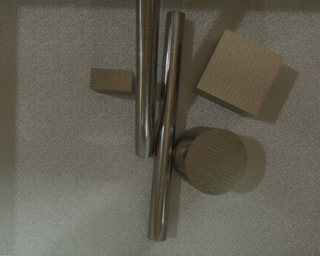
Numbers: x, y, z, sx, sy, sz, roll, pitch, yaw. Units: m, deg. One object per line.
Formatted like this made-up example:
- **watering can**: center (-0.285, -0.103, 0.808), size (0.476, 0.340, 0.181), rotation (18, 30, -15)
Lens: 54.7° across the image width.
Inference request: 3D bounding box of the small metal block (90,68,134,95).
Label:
- **small metal block**: center (-0.059, -0.059, 0.398), size (0.050, 0.050, 0.025), rotation (4, 90, -1)

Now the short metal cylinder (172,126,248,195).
- **short metal cylinder**: center (0.061, 0.039, 0.390), size (0.081, 0.050, 0.079), rotation (-1, 93, -15)

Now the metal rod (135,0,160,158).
- **metal rod**: center (-0.014, -0.096, 0.340), size (0.025, 0.025, 0.298), rotation (3, 120, 0)

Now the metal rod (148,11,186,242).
- **metal rod**: center (0.009, -0.002, 0.411), size (0.025, 0.025, 0.298), rotation (5, 90, -1)

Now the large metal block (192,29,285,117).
- **large metal block**: center (0.098, -0.068, 0.400), size (0.080, 0.050, 0.080), rotation (26, 90, -1)
